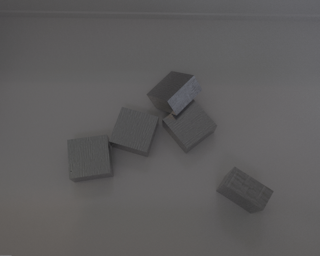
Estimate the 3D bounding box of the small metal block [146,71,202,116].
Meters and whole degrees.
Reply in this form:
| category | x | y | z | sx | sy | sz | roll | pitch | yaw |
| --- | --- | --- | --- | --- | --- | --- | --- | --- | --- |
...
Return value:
| category | x | y | z | sx | sy | sz | roll | pitch | yaw |
| --- | --- | --- | --- | --- | --- | --- | --- | --- | --- |
| small metal block | 0.019 | -0.048 | 0.413 | 0.050 | 0.025 | 0.050 | -45 | 34 | -15 |

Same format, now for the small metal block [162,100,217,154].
| category | x | y | z | sx | sy | sz | roll | pitch | yaw |
| --- | --- | --- | --- | --- | --- | --- | --- | --- | --- |
| small metal block | 0.039 | -0.003 | 0.411 | 0.050 | 0.025 | 0.050 | -36 | 74 | -12 |

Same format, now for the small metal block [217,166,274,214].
| category | x | y | z | sx | sy | sz | roll | pitch | yaw |
| --- | --- | --- | --- | --- | --- | --- | --- | --- | --- |
| small metal block | 0.099 | 0.075 | 0.369 | 0.050 | 0.050 | 0.025 | 33 | 74 | 11 |

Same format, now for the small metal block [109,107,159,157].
| category | x | y | z | sx | sy | sz | roll | pitch | yaw |
| --- | --- | --- | --- | --- | --- | --- | --- | --- | --- |
| small metal block | -0.033 | 0.005 | 0.407 | 0.050 | 0.025 | 0.050 | 16 | 71 | 5 |

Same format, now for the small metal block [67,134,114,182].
| category | x | y | z | sx | sy | sz | roll | pitch | yaw |
| --- | --- | --- | --- | --- | --- | --- | --- | --- | --- |
| small metal block | -0.088 | 0.039 | 0.395 | 0.050 | 0.025 | 0.050 | -8 | 70 | -3 |
